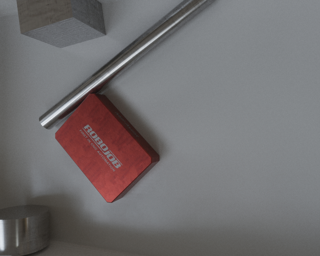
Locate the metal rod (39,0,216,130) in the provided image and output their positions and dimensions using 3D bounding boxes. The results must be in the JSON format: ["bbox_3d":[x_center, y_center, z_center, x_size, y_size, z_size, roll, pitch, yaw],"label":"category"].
[{"bbox_3d":[-0.054,-0.090,0.428,0.300,0.025,0.025,-35,79,16],"label":"metal rod"}]

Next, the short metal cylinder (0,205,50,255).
[{"bbox_3d":[-0.204,0.147,0.451,0.080,0.080,0.050,-1,90,19],"label":"short metal cylinder"}]

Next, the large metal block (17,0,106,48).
[{"bbox_3d":[-0.133,-0.153,0.427,0.080,0.080,0.050,-9,87,19],"label":"large metal block"}]

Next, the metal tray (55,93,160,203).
[{"bbox_3d":[-0.076,0.026,0.433,0.090,0.030,0.130,-46,76,14],"label":"metal tray"}]
